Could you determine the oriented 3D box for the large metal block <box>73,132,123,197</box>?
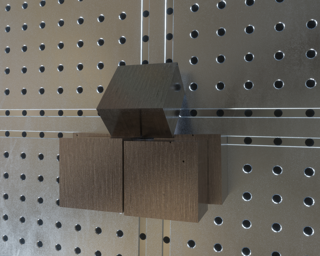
[{"bbox_3d":[-0.071,0.047,0.424,0.080,0.050,0.079,2,91,19],"label":"large metal block"}]

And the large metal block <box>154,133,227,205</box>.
[{"bbox_3d":[0.040,0.047,0.384,0.080,0.050,0.079,-1,90,19],"label":"large metal block"}]

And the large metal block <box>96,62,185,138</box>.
[{"bbox_3d":[-0.020,-0.035,0.384,0.080,0.050,0.080,1,48,19],"label":"large metal block"}]

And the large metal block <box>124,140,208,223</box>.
[{"bbox_3d":[0.008,0.053,0.341,0.080,0.050,0.079,0,90,19],"label":"large metal block"}]

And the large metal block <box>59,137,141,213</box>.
[{"bbox_3d":[-0.069,0.051,0.366,0.080,0.050,0.079,0,90,19],"label":"large metal block"}]
